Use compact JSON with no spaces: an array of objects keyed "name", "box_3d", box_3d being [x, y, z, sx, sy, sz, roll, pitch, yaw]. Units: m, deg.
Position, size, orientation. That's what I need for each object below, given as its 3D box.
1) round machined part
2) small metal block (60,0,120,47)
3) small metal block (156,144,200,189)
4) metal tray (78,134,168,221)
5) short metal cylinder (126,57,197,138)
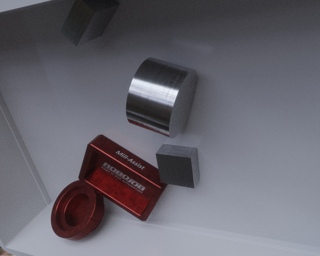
[{"name":"round machined part","box_3d":[-0.134,0.142,0.528,0.098,0.098,0.042,-8,147,31]},{"name":"small metal block","box_3d":[-0.080,-0.126,0.355,0.025,0.050,0.050,43,129,-2]},{"name":"small metal block","box_3d":[0.025,0.052,0.426,0.050,0.025,0.050,5,121,25]},{"name":"metal tray","box_3d":[-0.059,0.079,0.483,0.130,0.030,0.089,31,128,7]},{"name":"short metal cylinder","box_3d":[0.004,-0.034,0.349,0.050,0.080,0.079,20,126,16]}]
